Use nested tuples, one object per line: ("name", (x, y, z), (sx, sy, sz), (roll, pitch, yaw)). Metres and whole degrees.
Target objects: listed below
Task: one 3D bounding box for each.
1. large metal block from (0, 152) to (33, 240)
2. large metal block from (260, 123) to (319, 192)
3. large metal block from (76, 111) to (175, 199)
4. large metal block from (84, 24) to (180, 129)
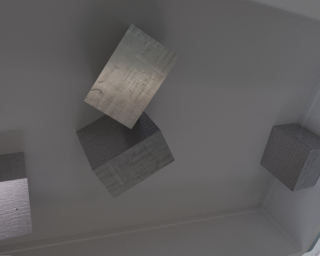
("large metal block", (-0.188, 0.078, 0.338), (0.081, 0.050, 0.079), (-6, 121, -25))
("large metal block", (0.227, 0.047, 0.526), (0.050, 0.080, 0.079), (-6, 121, -25))
("large metal block", (-0.042, 0.021, 0.363), (0.080, 0.080, 0.050), (-31, 129, -8))
("large metal block", (-0.028, -0.055, 0.315), (0.050, 0.080, 0.080), (32, 102, -12))
